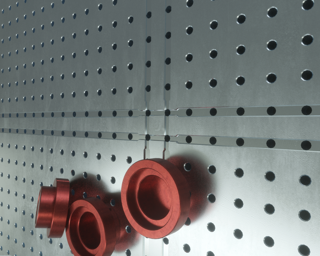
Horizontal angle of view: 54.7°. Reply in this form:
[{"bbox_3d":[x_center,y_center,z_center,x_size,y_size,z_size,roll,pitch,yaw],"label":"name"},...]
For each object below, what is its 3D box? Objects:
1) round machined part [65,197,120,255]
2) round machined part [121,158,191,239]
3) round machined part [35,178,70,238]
[{"bbox_3d":[-0.100,0.155,0.478,0.098,0.042,0.097,0,90,39],"label":"round machined part"},{"bbox_3d":[-0.001,0.087,0.397,0.098,0.042,0.097,0,90,39],"label":"round machined part"},{"bbox_3d":[-0.182,0.133,0.519,0.098,0.042,0.097,-170,90,-68],"label":"round machined part"}]
